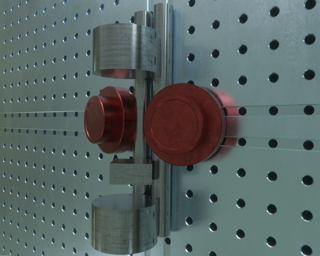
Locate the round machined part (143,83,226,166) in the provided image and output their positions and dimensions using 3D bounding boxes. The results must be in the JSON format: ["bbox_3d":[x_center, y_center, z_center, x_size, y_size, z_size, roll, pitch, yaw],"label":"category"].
[{"bbox_3d":[0.024,-0.004,0.361,0.098,0.042,0.097,0,90,25],"label":"round machined part"}]

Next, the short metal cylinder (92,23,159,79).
[{"bbox_3d":[-0.041,-0.090,0.379,0.080,0.081,0.050,1,91,40],"label":"short metal cylinder"}]

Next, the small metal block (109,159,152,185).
[{"bbox_3d":[-0.035,0.054,0.392,0.050,0.050,0.025,1,91,-2],"label":"small metal block"}]

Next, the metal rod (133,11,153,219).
[{"bbox_3d":[-0.024,-0.008,0.429,0.025,0.025,0.298,1,91,40],"label":"metal rod"}]

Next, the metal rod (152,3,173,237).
[{"bbox_3d":[0.003,-0.010,0.406,0.025,0.025,0.298,1,91,40],"label":"metal rod"}]

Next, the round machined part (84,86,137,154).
[{"bbox_3d":[-0.077,-0.011,0.446,0.098,0.042,0.097,0,90,54],"label":"round machined part"}]

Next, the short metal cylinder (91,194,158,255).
[{"bbox_3d":[-0.043,0.115,0.381,0.080,0.081,0.050,1,91,40],"label":"short metal cylinder"}]
